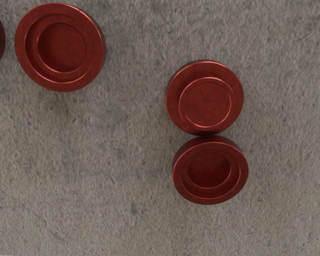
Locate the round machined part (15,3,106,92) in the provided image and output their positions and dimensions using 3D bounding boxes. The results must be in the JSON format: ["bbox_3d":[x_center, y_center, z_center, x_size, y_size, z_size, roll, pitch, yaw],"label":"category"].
[{"bbox_3d":[-0.112,-0.095,0.364,0.099,0.042,0.097,0,110,-1],"label":"round machined part"}]

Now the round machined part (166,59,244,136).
[{"bbox_3d":[0.057,-0.034,0.389,0.099,0.042,0.097,0,110,-1],"label":"round machined part"}]

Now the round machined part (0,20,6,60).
[{"bbox_3d":[-0.228,-0.109,0.357,0.099,0.042,0.097,0,110,-1],"label":"round machined part"}]

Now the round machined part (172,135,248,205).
[{"bbox_3d":[0.065,0.052,0.418,0.099,0.042,0.097,-1,115,-1],"label":"round machined part"}]
